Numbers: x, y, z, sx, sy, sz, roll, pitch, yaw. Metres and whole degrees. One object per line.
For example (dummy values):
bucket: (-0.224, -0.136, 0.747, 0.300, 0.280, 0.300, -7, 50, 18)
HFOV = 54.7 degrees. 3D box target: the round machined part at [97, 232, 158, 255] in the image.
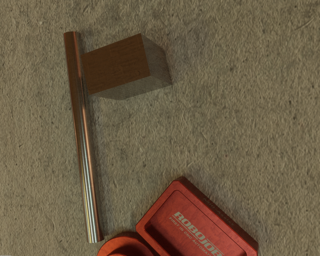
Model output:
round machined part: (-0.045, 0.194, 0.415, 0.098, 0.042, 0.097, 0, 90, 19)

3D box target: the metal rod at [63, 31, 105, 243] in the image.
metal rod: (-0.110, 0.011, 0.446, 0.025, 0.025, 0.298, -8, 87, 19)

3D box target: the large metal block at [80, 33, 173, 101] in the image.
large metal block: (-0.039, -0.072, 0.393, 0.080, 0.080, 0.050, -14, 85, 19)

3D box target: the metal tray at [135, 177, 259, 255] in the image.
metal tray: (0.044, 0.137, 0.389, 0.130, 0.030, 0.090, 41, 103, 15)
